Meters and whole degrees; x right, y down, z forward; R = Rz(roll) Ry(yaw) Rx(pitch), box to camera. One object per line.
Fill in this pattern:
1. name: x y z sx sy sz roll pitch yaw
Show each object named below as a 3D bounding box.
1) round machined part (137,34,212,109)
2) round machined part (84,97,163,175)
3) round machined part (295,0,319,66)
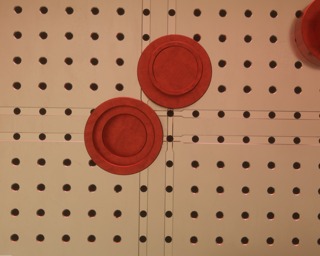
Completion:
1. round machined part: 0.019 -0.074 0.405 0.099 0.042 0.097 0 90 0
2. round machined part: -0.045 0.010 0.405 0.099 0.042 0.097 0 90 0
3. round machined part: 0.235 -0.131 0.406 0.099 0.042 0.097 0 90 0
